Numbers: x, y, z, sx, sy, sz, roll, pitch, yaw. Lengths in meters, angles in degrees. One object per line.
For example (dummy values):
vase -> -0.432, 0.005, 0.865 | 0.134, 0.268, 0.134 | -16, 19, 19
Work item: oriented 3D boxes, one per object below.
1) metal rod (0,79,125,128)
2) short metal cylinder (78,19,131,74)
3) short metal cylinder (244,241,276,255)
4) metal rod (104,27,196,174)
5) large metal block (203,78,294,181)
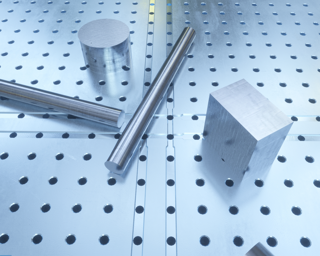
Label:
metal rod -> -0.195, -0.049, 0.447 | 0.301, 0.025, 0.025 | 15, 52, 12
short metal cylinder -> -0.088, -0.134, 0.503 | 0.081, 0.050, 0.080 | 0, 50, 0
short metal cylinder -> 0.075, 0.141, 0.253 | 0.080, 0.080, 0.050 | -33, 58, -24
metal rod -> -0.001, -0.060, 0.458 | 0.025, 0.025, 0.301 | 16, 52, 13
large metal block -> 0.099, 0.002, 0.371 | 0.050, 0.080, 0.080 | -25, 54, -19
